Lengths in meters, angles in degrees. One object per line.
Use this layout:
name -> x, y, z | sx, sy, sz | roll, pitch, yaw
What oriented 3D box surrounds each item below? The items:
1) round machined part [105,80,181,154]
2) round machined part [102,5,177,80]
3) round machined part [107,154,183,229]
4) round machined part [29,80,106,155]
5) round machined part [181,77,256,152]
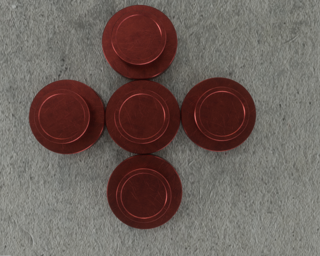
round machined part -> -0.022, -0.014, 0.402 | 0.099, 0.042, 0.097 | 0, 90, -1
round machined part -> -0.027, -0.112, 0.402 | 0.099, 0.042, 0.097 | 0, 90, -1
round machined part -> -0.020, 0.083, 0.402 | 0.099, 0.042, 0.097 | 0, 90, -1
round machined part -> -0.121, -0.014, 0.401 | 0.099, 0.042, 0.097 | 0, 90, -1
round machined part -> 0.077, -0.018, 0.404 | 0.099, 0.042, 0.097 | 0, 90, -1
